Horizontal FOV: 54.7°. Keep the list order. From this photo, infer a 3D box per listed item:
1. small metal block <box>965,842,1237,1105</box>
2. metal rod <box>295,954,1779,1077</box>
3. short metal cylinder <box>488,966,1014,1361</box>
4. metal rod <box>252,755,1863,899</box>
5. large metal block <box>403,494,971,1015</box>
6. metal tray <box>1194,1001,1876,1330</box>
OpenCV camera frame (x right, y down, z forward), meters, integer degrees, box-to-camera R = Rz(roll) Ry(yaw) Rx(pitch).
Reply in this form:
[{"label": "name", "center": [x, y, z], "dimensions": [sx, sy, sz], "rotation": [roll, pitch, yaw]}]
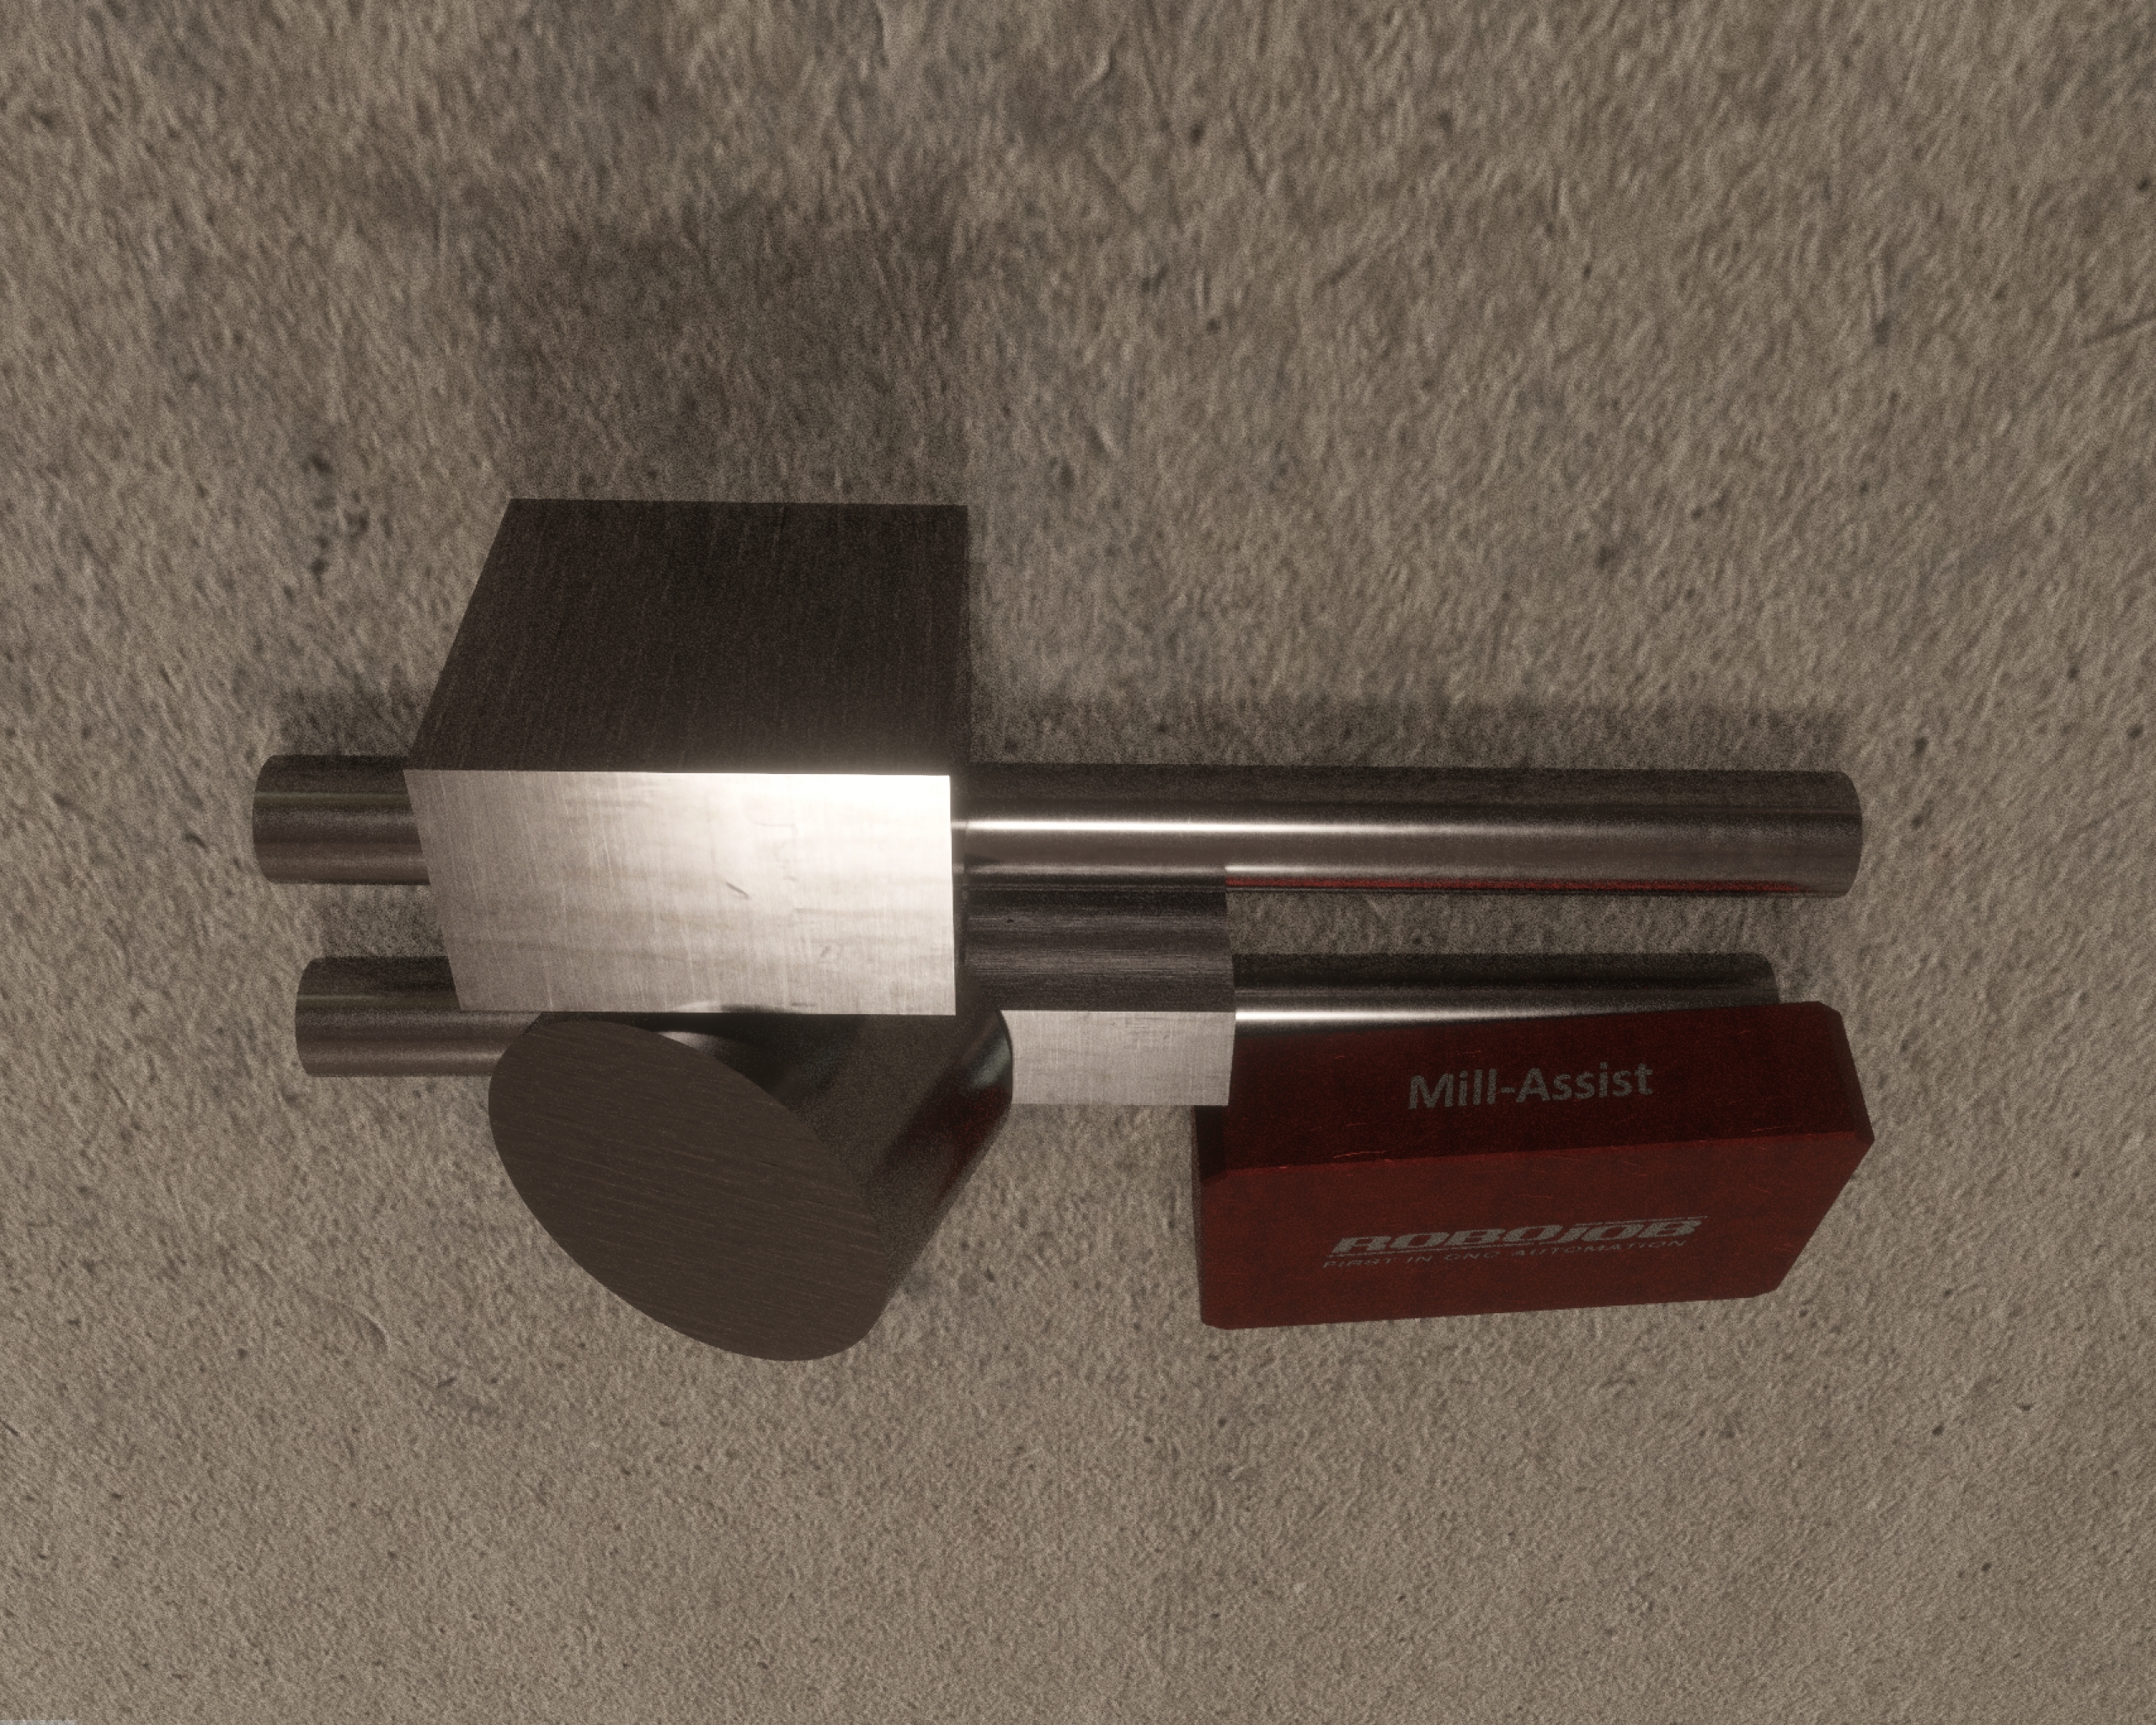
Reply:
[{"label": "small metal block", "center": [0.004, 0.021, 0.409], "dimensions": [0.050, 0.050, 0.025], "rotation": [1, 130, -1]}, {"label": "metal rod", "center": [-0.008, 0.032, 0.436], "dimensions": [0.302, 0.025, 0.025], "rotation": [0, 130, -1]}, {"label": "short metal cylinder", "center": [-0.059, 0.045, 0.383], "dimensions": [0.080, 0.050, 0.079], "rotation": [15, 131, 18]}, {"label": "metal rod", "center": [-0.003, -0.007, 0.403], "dimensions": [0.302, 0.025, 0.025], "rotation": [1, 130, -1]}, {"label": "large metal block", "center": [-0.060, -0.020, 0.355], "dimensions": [0.081, 0.080, 0.050], "rotation": [1, 130, -1]}, {"label": "metal tray", "center": [0.091, 0.067, 0.445], "dimensions": [0.131, 0.030, 0.090], "rotation": [-4, 148, 1]}]
